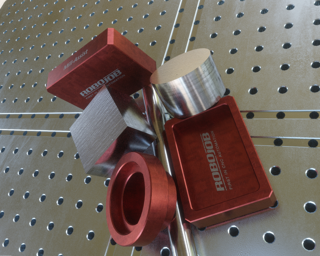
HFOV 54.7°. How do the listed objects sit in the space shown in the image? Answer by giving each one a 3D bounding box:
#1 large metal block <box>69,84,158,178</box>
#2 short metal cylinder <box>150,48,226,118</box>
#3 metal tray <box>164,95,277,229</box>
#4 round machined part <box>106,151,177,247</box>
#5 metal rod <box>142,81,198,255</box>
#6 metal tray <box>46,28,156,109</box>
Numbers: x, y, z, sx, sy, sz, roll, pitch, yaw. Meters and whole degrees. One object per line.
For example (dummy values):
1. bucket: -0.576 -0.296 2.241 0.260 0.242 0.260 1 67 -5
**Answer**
1. large metal block: -0.062 0.006 0.393 0.080 0.050 0.080 -48 49 18
2. short metal cylinder: 0.034 -0.056 0.385 0.080 0.050 0.080 -24 27 13
3. metal tray: 0.061 0.034 0.347 0.090 0.030 0.130 -22 53 14
4. round machined part: -0.018 0.077 0.337 0.098 0.042 0.098 -27 56 50
5. metal rod: 0.003 0.023 0.387 0.025 0.025 0.299 -23 53 14
6. metal tray: -0.081 -0.071 0.430 0.130 0.090 0.030 -25 53 31
